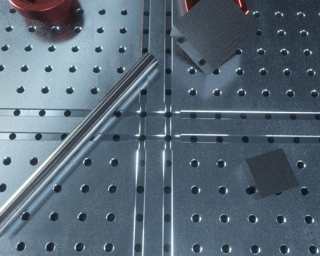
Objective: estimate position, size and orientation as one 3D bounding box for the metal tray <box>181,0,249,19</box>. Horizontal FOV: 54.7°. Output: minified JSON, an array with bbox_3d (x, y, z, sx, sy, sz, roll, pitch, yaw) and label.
[{"bbox_3d":[0.078,-0.218,0.489,0.091,0.030,0.129,-7,70,-3],"label":"metal tray"}]

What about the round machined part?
[{"bbox_3d":[-0.178,-0.205,0.475,0.099,0.042,0.098,0,70,-1],"label":"round machined part"}]

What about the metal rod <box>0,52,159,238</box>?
[{"bbox_3d":[-0.105,0.011,0.406,0.025,0.025,0.300,37,74,12],"label":"metal rod"}]

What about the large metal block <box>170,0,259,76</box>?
[{"bbox_3d":[0.072,-0.132,0.428,0.080,0.050,0.080,-43,93,-2],"label":"large metal block"}]

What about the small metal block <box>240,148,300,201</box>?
[{"bbox_3d":[0.138,0.059,0.392,0.050,0.025,0.050,-17,71,-7],"label":"small metal block"}]
